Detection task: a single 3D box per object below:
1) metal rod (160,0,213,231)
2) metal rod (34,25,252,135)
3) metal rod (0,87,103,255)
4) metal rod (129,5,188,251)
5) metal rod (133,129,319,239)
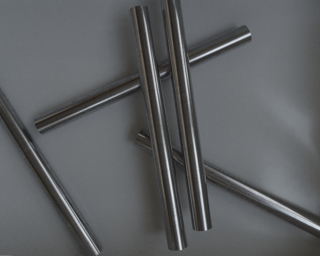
[{"bbox_3d":[0.032,-0.024,0.385,0.025,0.025,0.298,-8,90,0],"label":"metal rod"},{"bbox_3d":[-0.022,-0.064,0.410,0.301,0.025,0.025,-24,90,0],"label":"metal rod"},{"bbox_3d":[-0.166,0.041,0.409,0.025,0.025,0.299,-33,90,0],"label":"metal rod"},{"bbox_3d":[-0.002,0.000,0.385,0.025,0.025,0.298,-9,90,0],"label":"metal rod"},{"bbox_3d":[0.105,0.079,0.412,0.301,0.025,0.025,27,90,0],"label":"metal rod"}]
